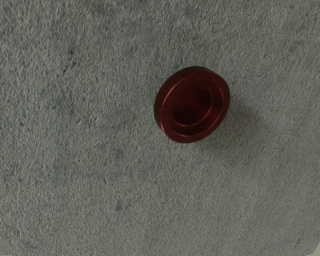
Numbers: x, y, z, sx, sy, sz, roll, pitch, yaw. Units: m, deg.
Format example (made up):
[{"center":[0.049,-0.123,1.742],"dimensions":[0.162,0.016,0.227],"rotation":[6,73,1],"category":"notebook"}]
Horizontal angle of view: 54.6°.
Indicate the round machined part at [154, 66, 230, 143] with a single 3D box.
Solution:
[{"center":[0.036,-0.033,0.395],"dimensions":[0.099,0.042,0.097],"rotation":[-14,124,-21],"category":"round machined part"}]
